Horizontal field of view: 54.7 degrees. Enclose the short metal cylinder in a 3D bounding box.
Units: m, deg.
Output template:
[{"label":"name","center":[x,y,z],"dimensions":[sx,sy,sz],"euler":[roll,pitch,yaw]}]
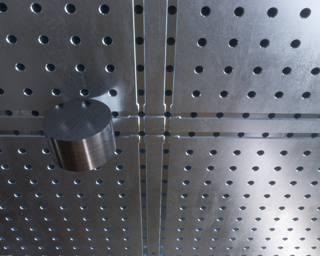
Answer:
[{"label":"short metal cylinder","center":[-0.097,0.007,0.380],"dimensions":[0.081,0.080,0.050],"euler":[-1,130,0]}]
